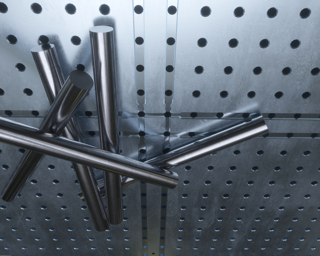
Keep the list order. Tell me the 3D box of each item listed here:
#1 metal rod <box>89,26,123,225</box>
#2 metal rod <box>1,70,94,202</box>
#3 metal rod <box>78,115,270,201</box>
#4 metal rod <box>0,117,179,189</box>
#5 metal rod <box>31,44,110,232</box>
[{"bbox_3d":[-0.066,0.020,0.406,0.025,0.025,0.298,1,124,-2],"label":"metal rod"},{"bbox_3d":[-0.161,0.030,0.404,0.025,0.025,0.299,27,134,-22],"label":"metal rod"},{"bbox_3d":[0.008,0.050,0.454,0.300,0.025,0.025,-23,127,18],"label":"metal rod"},{"bbox_3d":[-0.099,0.028,0.365,0.302,0.025,0.025,22,128,-33],"label":"metal rod"},{"bbox_3d":[-0.110,0.035,0.419,0.025,0.025,0.298,-5,124,4],"label":"metal rod"}]
